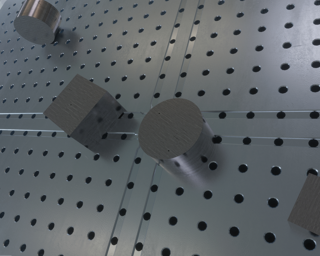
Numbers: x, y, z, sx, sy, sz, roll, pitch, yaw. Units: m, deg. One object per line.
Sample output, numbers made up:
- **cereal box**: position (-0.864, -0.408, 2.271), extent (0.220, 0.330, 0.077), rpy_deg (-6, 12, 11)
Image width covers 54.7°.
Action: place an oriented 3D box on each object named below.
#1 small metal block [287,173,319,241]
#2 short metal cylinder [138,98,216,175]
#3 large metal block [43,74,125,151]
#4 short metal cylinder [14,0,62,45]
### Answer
- **small metal block**: position (0.152, 0.076, 0.281), extent (0.050, 0.025, 0.050), rpy_deg (22, 73, 36)
- **short metal cylinder**: position (0.021, 0.011, 0.374), extent (0.080, 0.050, 0.080), rpy_deg (-13, 56, 21)
- **large metal block**: position (-0.115, -0.025, 0.468), extent (0.080, 0.050, 0.080), rpy_deg (31, 79, 38)
- **short metal cylinder**: position (-0.251, -0.218, 0.639), extent (0.080, 0.080, 0.050), rpy_deg (-6, 59, 25)
